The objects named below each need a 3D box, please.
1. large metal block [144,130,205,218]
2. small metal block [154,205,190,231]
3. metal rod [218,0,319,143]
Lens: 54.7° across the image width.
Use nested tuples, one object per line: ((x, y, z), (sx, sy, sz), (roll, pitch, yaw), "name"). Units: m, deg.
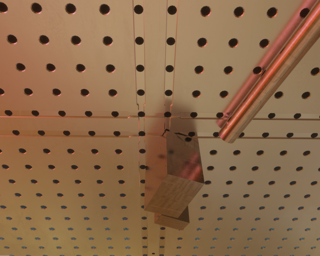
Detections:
((0.017, 0.064, 0.431), (0.050, 0.080, 0.079), (17, 128, -15), "large metal block")
((0.019, 0.135, 0.511), (0.050, 0.050, 0.025), (20, 127, -17), "small metal block")
((0.151, -0.092, 0.335), (0.025, 0.025, 0.298), (18, 128, -16), "metal rod")
